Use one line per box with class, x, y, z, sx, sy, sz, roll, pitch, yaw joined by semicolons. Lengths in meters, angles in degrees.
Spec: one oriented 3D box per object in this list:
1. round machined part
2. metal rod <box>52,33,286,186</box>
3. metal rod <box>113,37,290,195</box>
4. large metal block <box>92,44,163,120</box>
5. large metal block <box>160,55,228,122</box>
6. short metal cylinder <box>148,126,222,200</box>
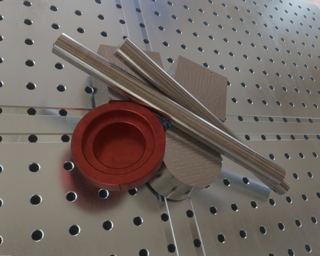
round machined part;-0.044;0.023;0.341;0.099;0.042;0.098;1;61;-1
metal rod;0.019;-0.015;0.357;0.301;0.025;0.025;31;52;-10
metal rod;0.066;-0.002;0.392;0.301;0.025;0.025;39;50;-21
large metal block;-0.039;-0.054;0.396;0.081;0.050;0.080;1;61;-28
large metal block;0.046;-0.044;0.437;0.080;0.050;0.080;22;54;-15
short metal cylinder;0.027;0.041;0.376;0.081;0.050;0.080;14;56;-21
